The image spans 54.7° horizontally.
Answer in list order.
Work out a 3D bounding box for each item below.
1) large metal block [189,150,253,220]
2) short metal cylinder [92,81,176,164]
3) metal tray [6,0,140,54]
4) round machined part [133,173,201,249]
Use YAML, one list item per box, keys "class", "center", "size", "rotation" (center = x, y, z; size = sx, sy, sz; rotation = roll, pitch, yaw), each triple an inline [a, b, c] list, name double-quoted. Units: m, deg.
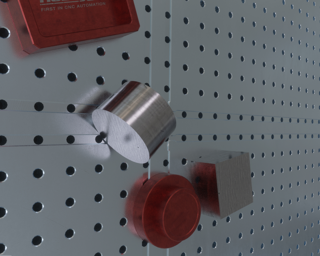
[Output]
- class: "large metal block"
  center: [0.095, 0.082, 0.473]
  size: [0.081, 0.050, 0.079]
  rotation: [-11, 97, -40]
- class: "short metal cylinder"
  center: [-0.029, -0.006, 0.349]
  size: [0.050, 0.080, 0.080]
  rotation: [-49, 119, -29]
- class: "metal tray"
  center: [-0.090, -0.137, 0.330]
  size: [0.131, 0.030, 0.089]
  rotation: [-25, 106, -37]
- class: "round machined part"
  center: [0.017, 0.111, 0.413]
  size: [0.099, 0.042, 0.097]
  rotation: [0, 90, -40]
